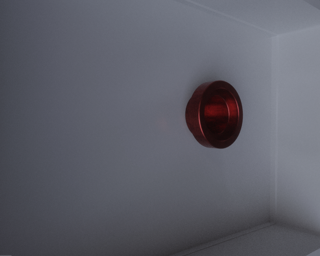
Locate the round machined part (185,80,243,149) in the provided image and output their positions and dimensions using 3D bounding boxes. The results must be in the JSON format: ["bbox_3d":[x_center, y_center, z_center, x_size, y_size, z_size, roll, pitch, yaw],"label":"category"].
[{"bbox_3d":[0.076,-0.019,0.458,0.099,0.042,0.097,0,90,-40],"label":"round machined part"}]
